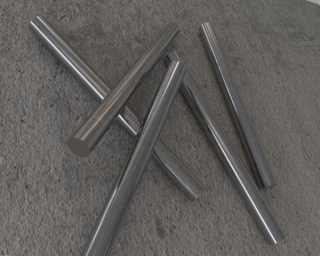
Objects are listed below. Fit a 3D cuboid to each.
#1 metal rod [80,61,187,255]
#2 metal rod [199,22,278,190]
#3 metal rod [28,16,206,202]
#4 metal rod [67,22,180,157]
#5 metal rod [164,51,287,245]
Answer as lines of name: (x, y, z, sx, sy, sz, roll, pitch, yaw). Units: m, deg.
metal rod: (-0.027, 0.040, 0.339, 0.025, 0.025, 0.300, 29, 60, -10)
metal rod: (0.118, -0.049, 0.496, 0.025, 0.025, 0.299, -1, 62, -29)
metal rod: (-0.056, -0.027, 0.389, 0.300, 0.025, 0.025, 46, 51, 4)
metal rod: (-0.028, -0.073, 0.407, 0.025, 0.025, 0.301, 35, 44, -6)
metal rod: (0.084, 0.017, 0.438, 0.025, 0.025, 0.299, -16, 70, -34)
